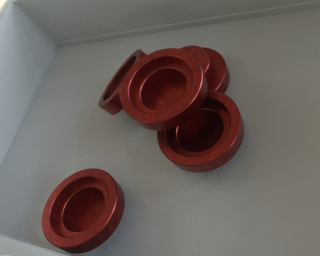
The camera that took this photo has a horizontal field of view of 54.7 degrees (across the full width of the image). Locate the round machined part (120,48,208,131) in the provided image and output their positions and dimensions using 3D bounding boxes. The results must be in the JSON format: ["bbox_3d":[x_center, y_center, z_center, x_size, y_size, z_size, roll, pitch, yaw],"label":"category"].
[{"bbox_3d":[0.007,-0.040,0.359,0.098,0.042,0.098,-10,60,19],"label":"round machined part"}]

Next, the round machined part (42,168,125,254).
[{"bbox_3d":[-0.086,0.101,0.372,0.098,0.042,0.098,-13,48,15],"label":"round machined part"}]

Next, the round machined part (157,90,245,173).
[{"bbox_3d":[0.050,0.007,0.364,0.098,0.042,0.098,-13,57,21],"label":"round machined part"}]

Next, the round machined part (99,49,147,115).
[{"bbox_3d":[-0.040,-0.058,0.433,0.098,0.042,0.098,-44,24,26],"label":"round machined part"}]

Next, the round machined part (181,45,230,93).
[{"bbox_3d":[0.040,-0.072,0.418,0.098,0.042,0.098,-13,56,21],"label":"round machined part"}]
